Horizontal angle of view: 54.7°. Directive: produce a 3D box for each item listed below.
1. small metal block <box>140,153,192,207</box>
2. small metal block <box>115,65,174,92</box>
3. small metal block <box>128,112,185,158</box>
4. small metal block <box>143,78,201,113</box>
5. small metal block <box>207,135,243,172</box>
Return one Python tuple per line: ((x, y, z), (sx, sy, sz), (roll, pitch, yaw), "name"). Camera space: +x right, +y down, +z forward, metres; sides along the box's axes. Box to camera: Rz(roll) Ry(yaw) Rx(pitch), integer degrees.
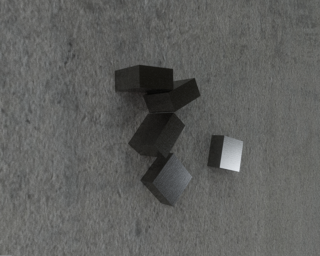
((0.010, 0.068, 0.415), (0.050, 0.025, 0.050), (-52, 121, -27), "small metal block")
((-0.019, -0.058, 0.374), (0.050, 0.050, 0.025), (-2, 92, -40), "small metal block")
((-0.004, 0.008, 0.387), (0.025, 0.050, 0.050), (47, 62, -30), "small metal block")
((0.015, -0.042, 0.403), (0.050, 0.050, 0.025), (-33, 111, -35), "small metal block")
((0.105, 0.041, 0.496), (0.050, 0.025, 0.050), (16, 80, -39), "small metal block")
